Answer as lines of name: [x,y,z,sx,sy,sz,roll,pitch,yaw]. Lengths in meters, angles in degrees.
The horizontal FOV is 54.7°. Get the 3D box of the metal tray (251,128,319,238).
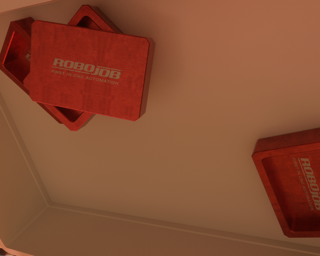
metal tray: [0.172,0.067,0.356,0.090,0.030,0.129,-15,111,33]

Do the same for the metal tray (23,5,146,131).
metal tray: [-0.093,-0.070,0.380,0.090,0.030,0.130,45,108,-4]

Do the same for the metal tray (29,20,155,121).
metal tray: [-0.077,-0.065,0.347,0.131,0.030,0.089,11,107,7]

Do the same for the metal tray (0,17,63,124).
metal tray: [-0.162,-0.079,0.439,0.130,0.030,0.090,43,129,-2]
